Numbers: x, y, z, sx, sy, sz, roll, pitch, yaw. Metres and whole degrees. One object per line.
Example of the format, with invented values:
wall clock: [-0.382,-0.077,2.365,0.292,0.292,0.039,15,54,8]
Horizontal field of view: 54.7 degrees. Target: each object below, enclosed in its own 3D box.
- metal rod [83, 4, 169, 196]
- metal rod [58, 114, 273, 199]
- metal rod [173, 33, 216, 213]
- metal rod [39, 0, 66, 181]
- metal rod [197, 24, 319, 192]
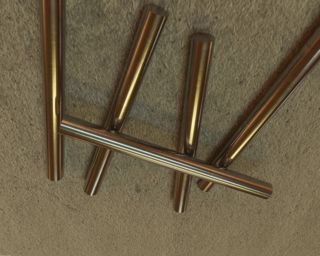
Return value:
metal rod: [-0.055,-0.010,0.397,0.025,0.025,0.298,16,128,-13]
metal rod: [0.020,0.043,0.409,0.302,0.025,0.025,20,127,-16]
metal rod: [0.040,0.018,0.422,0.025,0.025,0.298,2,130,-2]
metal rod: [-0.127,-0.041,0.370,0.025,0.025,0.298,9,130,-8]
metal rod: [0.128,-0.015,0.395,0.025,0.025,0.298,18,128,-15]
